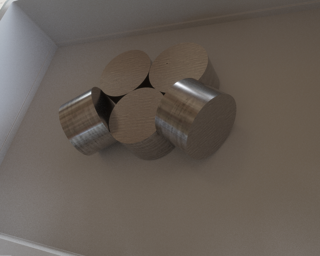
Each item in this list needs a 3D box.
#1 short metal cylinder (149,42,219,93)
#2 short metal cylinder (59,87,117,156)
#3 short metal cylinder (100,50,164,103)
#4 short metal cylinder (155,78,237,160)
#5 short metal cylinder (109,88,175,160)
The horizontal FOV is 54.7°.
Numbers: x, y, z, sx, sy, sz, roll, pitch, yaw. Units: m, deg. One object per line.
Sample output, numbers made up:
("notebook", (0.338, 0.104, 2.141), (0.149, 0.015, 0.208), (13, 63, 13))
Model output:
("short metal cylinder", (0.033, -0.066, 0.411), (0.080, 0.050, 0.080), (-13, 56, 21))
("short metal cylinder", (-0.090, -0.009, 0.422), (0.050, 0.080, 0.080), (-27, 52, 11))
("short metal cylinder", (-0.039, -0.066, 0.449), (0.080, 0.050, 0.080), (-13, 56, 21))
("short metal cylinder", (0.041, -0.011, 0.353), (0.050, 0.080, 0.080), (33, 81, 38))
("short metal cylinder", (-0.018, -0.005, 0.400), (0.080, 0.050, 0.080), (-13, 56, 21))
